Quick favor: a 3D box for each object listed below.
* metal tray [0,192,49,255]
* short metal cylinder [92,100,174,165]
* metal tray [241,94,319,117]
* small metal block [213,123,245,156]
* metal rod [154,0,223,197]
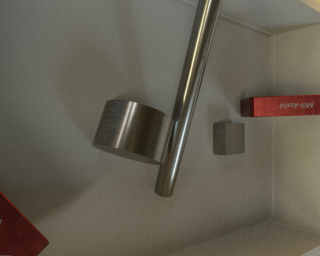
[{"bbox_3d":[-0.151,0.048,0.238,0.030,0.090,0.130,-46,118,-30],"label":"metal tray"},{"bbox_3d":[-0.029,0.007,0.348,0.080,0.080,0.050,25,74,-38],"label":"short metal cylinder"},{"bbox_3d":[0.202,-0.034,0.494,0.090,0.131,0.030,-24,112,-85],"label":"metal tray"},{"bbox_3d":[0.113,0.017,0.504,0.050,0.025,0.050,-2,91,-40],"label":"small metal block"},{"bbox_3d":[0.035,-0.049,0.360,0.025,0.025,0.298,-7,119,-40],"label":"metal rod"}]
